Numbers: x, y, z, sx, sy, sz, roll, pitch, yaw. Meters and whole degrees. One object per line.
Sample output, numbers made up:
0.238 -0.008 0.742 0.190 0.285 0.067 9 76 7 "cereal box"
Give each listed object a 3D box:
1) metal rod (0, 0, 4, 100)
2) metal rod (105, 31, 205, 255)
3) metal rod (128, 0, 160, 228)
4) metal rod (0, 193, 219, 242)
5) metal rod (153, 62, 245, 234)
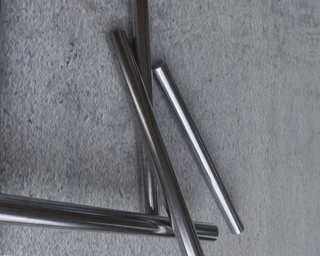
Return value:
-0.156 -0.017 0.273 0.025 0.025 0.298 2 89 -40 "metal rod"
-0.002 0.032 0.361 0.025 0.025 0.299 -19 90 -38 "metal rod"
-0.020 -0.022 0.387 0.025 0.025 0.298 -5 93 -40 "metal rod"
-0.039 0.103 0.337 0.302 0.025 0.025 21 77 -38 "metal rod"
0.062 0.043 0.456 0.025 0.025 0.299 -42 116 -32 "metal rod"
